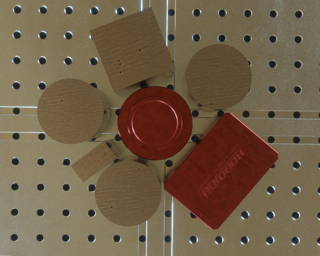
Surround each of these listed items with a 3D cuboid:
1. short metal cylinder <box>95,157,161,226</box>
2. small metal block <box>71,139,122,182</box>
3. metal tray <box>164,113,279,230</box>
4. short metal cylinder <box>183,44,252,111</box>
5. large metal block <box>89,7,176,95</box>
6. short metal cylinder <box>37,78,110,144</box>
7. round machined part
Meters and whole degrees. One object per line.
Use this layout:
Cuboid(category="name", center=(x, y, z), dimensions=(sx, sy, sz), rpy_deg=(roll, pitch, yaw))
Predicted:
Cuboid(category="short metal cylinder", center=(-0.038, 0.079, 0.400), dimensions=(0.081, 0.050, 0.080), rpy_deg=(0, 90, 0))
Cuboid(category="small metal block", center=(-0.080, 0.041, 0.399), dimensions=(0.050, 0.050, 0.025), rpy_deg=(-37, 90, 0))
Cuboid(category="metal tray", center=(0.079, 0.055, 0.410), dimensions=(0.090, 0.030, 0.130), rpy_deg=(41, 89, 0))
Cuboid(category="short metal cylinder", center=(0.071, -0.062, 0.401), dimensions=(0.081, 0.050, 0.080), rpy_deg=(0, 90, 0))
Cuboid(category="large metal block", center=(-0.033, -0.096, 0.400), dimensions=(0.080, 0.050, 0.080), rpy_deg=(-21, 90, 0))
Cuboid(category="short metal cylinder", center=(-0.108, -0.020, 0.399), dimensions=(0.081, 0.050, 0.080), rpy_deg=(0, 90, 0))
Cuboid(category="round machined part", center=(-0.006, -0.006, 0.404), dimensions=(0.099, 0.042, 0.097), rpy_deg=(0, 90, 0))
